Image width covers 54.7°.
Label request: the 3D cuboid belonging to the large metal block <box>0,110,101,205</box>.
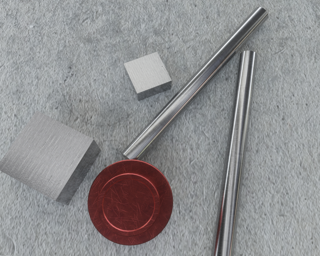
[{"bbox_3d":[-0.132,0.038,0.380,0.080,0.050,0.080,26,72,8],"label":"large metal block"}]

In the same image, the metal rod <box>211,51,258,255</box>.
[{"bbox_3d":[0.097,0.033,0.397,0.025,0.025,0.299,11,70,4],"label":"metal rod"}]

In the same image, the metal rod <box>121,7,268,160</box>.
[{"bbox_3d":[0.057,-0.067,0.433,0.025,0.025,0.301,39,74,12],"label":"metal rod"}]

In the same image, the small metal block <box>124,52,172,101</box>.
[{"bbox_3d":[-0.017,-0.072,0.434,0.050,0.025,0.050,-22,72,-8],"label":"small metal block"}]

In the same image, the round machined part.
[{"bbox_3d":[-0.034,0.085,0.356,0.099,0.042,0.097,0,84,-1],"label":"round machined part"}]
